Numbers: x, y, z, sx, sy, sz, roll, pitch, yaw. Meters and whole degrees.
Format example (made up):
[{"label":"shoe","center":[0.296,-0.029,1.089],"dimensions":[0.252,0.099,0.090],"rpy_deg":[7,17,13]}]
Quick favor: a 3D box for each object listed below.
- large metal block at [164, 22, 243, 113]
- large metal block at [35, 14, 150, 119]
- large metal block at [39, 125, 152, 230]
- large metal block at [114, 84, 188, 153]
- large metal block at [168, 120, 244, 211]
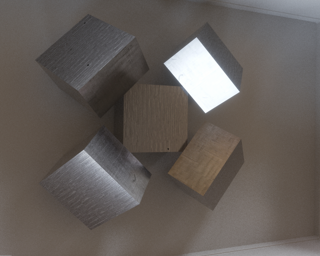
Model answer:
[{"label":"large metal block","center":[0.059,-0.079,0.395],"dimensions":[0.080,0.050,0.080],"rpy_deg":[48,32,-13]},{"label":"large metal block","center":[-0.073,-0.070,0.344],"dimensions":[0.080,0.080,0.050],"rpy_deg":[-48,148,-14]},{"label":"large metal block","center":[-0.071,0.057,0.348],"dimensions":[0.080,0.050,0.080],"rpy_deg":[-34,106,29]},{"label":"large metal block","center":[-0.012,-0.011,0.390],"dimensions":[0.081,0.050,0.080],"rpy_deg":[1,90,-20]},{"label":"large metal block","center":[0.063,0.050,0.395],"dimensions":[0.080,0.050,0.080],"rpy_deg":[-54,151,-13]}]
